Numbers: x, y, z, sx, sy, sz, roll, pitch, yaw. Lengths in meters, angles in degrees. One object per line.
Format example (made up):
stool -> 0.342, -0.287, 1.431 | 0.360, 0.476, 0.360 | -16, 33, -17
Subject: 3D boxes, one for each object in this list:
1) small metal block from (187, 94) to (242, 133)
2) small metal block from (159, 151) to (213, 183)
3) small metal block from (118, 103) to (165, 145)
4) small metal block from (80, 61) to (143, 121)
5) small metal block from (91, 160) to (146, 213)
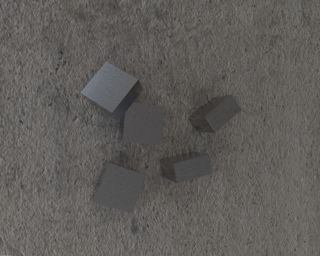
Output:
small metal block -> 0.073, -0.019, 0.423 | 0.050, 0.050, 0.025 | -38, 103, -16
small metal block -> 0.033, 0.050, 0.408 | 0.050, 0.050, 0.025 | -12, 94, -20
small metal block -> -0.024, -0.005, 0.400 | 0.050, 0.025, 0.050 | 6, 88, -20
small metal block -> -0.057, -0.045, 0.374 | 0.050, 0.025, 0.050 | 32, 77, 20
small metal block -> -0.052, 0.074, 0.390 | 0.050, 0.025, 0.050 | 22, 83, -19
